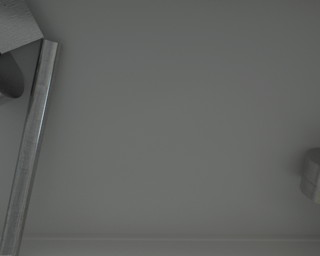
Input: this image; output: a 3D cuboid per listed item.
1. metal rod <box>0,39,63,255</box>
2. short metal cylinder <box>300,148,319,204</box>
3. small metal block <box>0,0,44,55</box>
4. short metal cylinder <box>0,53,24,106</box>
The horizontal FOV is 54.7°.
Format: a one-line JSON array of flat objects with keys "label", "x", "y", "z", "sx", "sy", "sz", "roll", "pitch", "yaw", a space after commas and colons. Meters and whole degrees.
[{"label": "metal rod", "x": -0.168, "y": 0.038, "z": 0.395, "sx": 0.025, "sy": 0.025, "sz": 0.298, "roll": 14, "pitch": 99, "yaw": -6}, {"label": "short metal cylinder", "x": 0.233, "y": 0.065, "z": 0.409, "sx": 0.081, "sy": 0.080, "sz": 0.050, "roll": 2, "pitch": 110, "yaw": -1}, {"label": "small metal block", "x": -0.171, "y": -0.117, "z": 0.354, "sx": 0.050, "sy": 0.025, "sz": 0.050, "roll": -31, "pitch": 110, "yaw": -21}, {"label": "short metal cylinder", "x": -0.205, "y": -0.061, "z": 0.357, "sx": 0.050, "sy": 0.080, "sz": 0.080, "roll": -23, "pitch": 109, "yaw": 8}]
